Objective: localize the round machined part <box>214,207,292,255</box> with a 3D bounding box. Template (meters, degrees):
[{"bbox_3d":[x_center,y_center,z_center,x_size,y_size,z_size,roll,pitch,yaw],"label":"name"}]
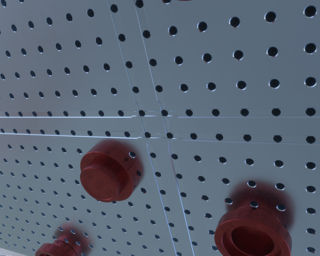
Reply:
[{"bbox_3d":[0.128,0.147,0.424,0.098,0.042,0.097,13,124,20],"label":"round machined part"}]

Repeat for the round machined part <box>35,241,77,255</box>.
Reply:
[{"bbox_3d":[-0.228,0.295,0.700,0.098,0.042,0.097,13,124,20],"label":"round machined part"}]

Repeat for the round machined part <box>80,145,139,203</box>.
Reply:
[{"bbox_3d":[-0.087,0.079,0.493,0.098,0.042,0.097,13,124,20],"label":"round machined part"}]
